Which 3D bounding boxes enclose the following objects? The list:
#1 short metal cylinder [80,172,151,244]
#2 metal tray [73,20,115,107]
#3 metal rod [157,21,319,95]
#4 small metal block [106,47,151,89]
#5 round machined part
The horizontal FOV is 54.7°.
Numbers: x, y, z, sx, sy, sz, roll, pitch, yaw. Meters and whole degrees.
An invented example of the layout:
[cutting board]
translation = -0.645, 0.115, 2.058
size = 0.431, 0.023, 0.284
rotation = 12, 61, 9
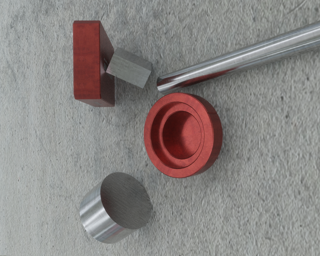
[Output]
[short metal cylinder]
translation = -0.059, 0.107, 0.415
size = 0.050, 0.081, 0.080
rotation = -41, 65, 32
[metal tray]
translation = -0.083, -0.077, 0.410
size = 0.030, 0.130, 0.089
rotation = -1, 90, -1
[metal rod]
translation = 0.118, -0.079, 0.306
size = 0.300, 0.025, 0.025
rotation = -12, 83, 39
[small metal block]
translation = -0.039, -0.080, 0.406
size = 0.050, 0.050, 0.025
rotation = -94, 29, -66
[round machined part]
translation = 0.031, 0.008, 0.367
size = 0.098, 0.042, 0.097
rotation = 0, 90, 39
